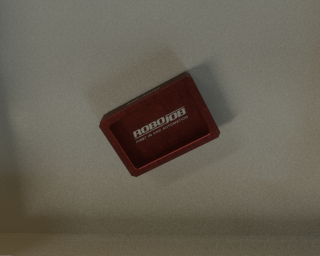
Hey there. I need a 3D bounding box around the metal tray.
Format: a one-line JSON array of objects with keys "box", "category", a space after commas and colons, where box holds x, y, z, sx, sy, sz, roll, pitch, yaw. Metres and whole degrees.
[{"box": [0.000, -0.003, 0.404, 0.130, 0.030, 0.090, -27, 108, 9], "category": "metal tray"}]
